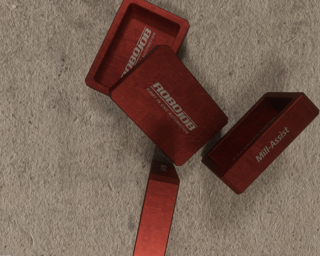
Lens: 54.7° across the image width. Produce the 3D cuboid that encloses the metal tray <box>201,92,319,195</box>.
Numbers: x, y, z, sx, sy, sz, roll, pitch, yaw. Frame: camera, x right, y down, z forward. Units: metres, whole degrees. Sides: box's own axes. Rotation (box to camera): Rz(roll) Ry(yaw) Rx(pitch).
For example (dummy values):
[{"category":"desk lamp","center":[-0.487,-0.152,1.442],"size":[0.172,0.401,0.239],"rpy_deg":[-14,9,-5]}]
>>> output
[{"category":"metal tray","center":[0.115,0.012,0.377],"size":[0.030,0.090,0.130],"rpy_deg":[44,90,-10]}]

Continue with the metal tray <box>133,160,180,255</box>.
[{"category":"metal tray","center":[-0.005,0.090,0.358],"size":[0.030,0.130,0.089],"rpy_deg":[12,90,0]}]

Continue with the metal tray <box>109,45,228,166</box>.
[{"category":"metal tray","center":[0.012,-0.027,0.387],"size":[0.090,0.030,0.130],"rpy_deg":[-43,109,-1]}]

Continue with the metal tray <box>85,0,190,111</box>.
[{"category":"metal tray","center":[-0.029,-0.095,0.406],"size":[0.090,0.030,0.129],"rpy_deg":[25,90,-1]}]
